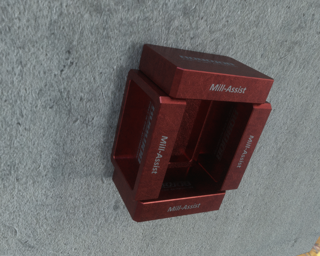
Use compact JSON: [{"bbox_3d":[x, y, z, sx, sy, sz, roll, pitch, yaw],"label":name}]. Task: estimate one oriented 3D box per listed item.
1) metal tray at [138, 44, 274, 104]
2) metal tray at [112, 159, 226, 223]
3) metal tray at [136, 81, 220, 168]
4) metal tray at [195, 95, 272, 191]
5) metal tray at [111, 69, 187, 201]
[{"bbox_3d":[0.052,-0.062,0.357,0.131,0.090,0.030,1,118,-29],"label":"metal tray"},{"bbox_3d":[0.012,0.078,0.422,0.131,0.090,0.030,1,118,-29],"label":"metal tray"},{"bbox_3d":[0.021,-0.007,0.413,0.091,0.030,0.129,1,118,-29],"label":"metal tray"},{"bbox_3d":[0.087,0.008,0.420,0.030,0.090,0.129,1,118,-29],"label":"metal tray"},{"bbox_3d":[-0.019,0.007,0.361,0.030,0.090,0.129,1,118,-29],"label":"metal tray"}]
